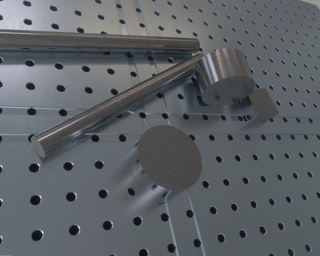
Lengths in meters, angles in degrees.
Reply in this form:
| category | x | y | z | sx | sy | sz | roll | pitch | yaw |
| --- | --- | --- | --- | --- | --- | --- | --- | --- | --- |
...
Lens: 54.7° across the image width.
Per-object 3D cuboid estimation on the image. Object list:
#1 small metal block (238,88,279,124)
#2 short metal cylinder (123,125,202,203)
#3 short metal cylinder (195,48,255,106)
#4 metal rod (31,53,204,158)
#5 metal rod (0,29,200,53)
| category | x | y | z | sx | sy | sz | roll | pitch | yaw |
| --- | --- | --- | --- | --- | --- | --- | --- | --- | --- |
| small metal block | 0.163 | -0.038 | 0.519 | 0.050 | 0.025 | 0.050 | -8 | 66 | -32 |
| short metal cylinder | 0.002 | 0.043 | 0.367 | 0.081 | 0.050 | 0.080 | 14 | 56 | -21 |
| short metal cylinder | 0.098 | -0.075 | 0.472 | 0.081 | 0.080 | 0.050 | 4 | 60 | -27 |
| metal rod | -0.030 | -0.046 | 0.419 | 0.302 | 0.025 | 0.025 | -34 | 81 | -38 |
| metal rod | -0.068 | -0.122 | 0.445 | 0.303 | 0.025 | 0.025 | -8 | 66 | -32 |
